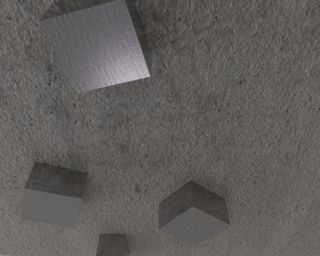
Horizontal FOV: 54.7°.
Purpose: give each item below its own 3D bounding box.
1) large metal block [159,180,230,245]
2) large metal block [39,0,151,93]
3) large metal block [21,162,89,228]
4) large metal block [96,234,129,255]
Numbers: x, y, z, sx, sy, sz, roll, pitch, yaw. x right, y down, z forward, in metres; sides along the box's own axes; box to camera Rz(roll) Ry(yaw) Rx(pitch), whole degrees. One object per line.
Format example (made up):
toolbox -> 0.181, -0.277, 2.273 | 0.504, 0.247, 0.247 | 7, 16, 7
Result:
large metal block -> 0.055, 0.142, 0.512 | 0.080, 0.050, 0.080 | 31, 123, -24
large metal block -> -0.059, -0.090, 0.314 | 0.080, 0.050, 0.080 | -12, 129, 9
large metal block -> -0.162, 0.105, 0.478 | 0.081, 0.050, 0.079 | 14, 129, -12
large metal block -> -0.090, 0.260, 0.591 | 0.050, 0.080, 0.079 | -1, 130, 1
